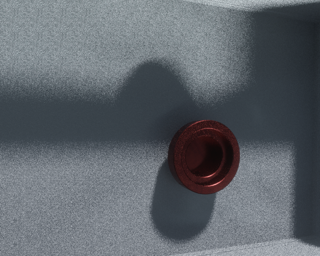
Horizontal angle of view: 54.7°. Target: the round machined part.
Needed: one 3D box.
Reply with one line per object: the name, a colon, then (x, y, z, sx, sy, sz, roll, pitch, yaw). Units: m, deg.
round machined part: (0.056, 0.038, 0.424, 0.099, 0.042, 0.097, 0, 90, -21)
